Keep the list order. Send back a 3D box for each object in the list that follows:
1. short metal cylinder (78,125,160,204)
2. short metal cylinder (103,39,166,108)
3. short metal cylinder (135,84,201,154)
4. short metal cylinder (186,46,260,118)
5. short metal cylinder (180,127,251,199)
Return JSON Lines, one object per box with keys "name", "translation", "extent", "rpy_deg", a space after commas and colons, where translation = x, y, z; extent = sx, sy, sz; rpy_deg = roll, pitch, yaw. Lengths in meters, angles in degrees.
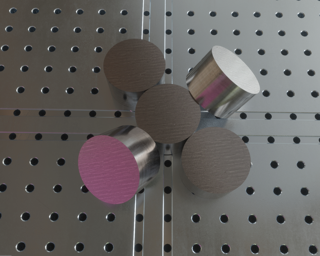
{"name": "short metal cylinder", "translation": [-0.047, 0.041, 0.361], "extent": [0.080, 0.050, 0.079], "rpy_deg": [7, 106, 24]}
{"name": "short metal cylinder", "translation": [-0.033, -0.074, 0.425], "extent": [0.081, 0.050, 0.080], "rpy_deg": [0, 70, 0]}
{"name": "short metal cylinder", "translation": [0.010, -0.010, 0.402], "extent": [0.081, 0.050, 0.080], "rpy_deg": [0, 70, 0]}
{"name": "short metal cylinder", "translation": [0.081, -0.059, 0.399], "extent": [0.080, 0.050, 0.080], "rpy_deg": [26, 40, -24]}
{"name": "short metal cylinder", "translation": [0.065, 0.044, 0.383], "extent": [0.081, 0.050, 0.080], "rpy_deg": [0, 70, 0]}
